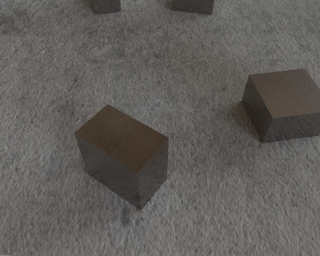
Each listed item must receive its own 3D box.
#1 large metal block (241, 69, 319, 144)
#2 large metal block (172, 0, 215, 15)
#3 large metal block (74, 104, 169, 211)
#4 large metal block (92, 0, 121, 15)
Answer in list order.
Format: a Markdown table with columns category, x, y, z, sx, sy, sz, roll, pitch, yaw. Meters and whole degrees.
| category | x | y | z | sx | sy | sz | roll | pitch | yaw |
| --- | --- | --- | --- | --- | --- | --- | --- | --- | --- |
| large metal block | 0.166 | -0.031 | 0.415 | 0.081 | 0.050 | 0.080 | -7 | 51 | -7 |
| large metal block | 0.068 | -0.272 | 0.597 | 0.080 | 0.080 | 0.050 | 9 | 51 | 7 |
| large metal block | -0.039 | 0.033 | 0.340 | 0.080 | 0.080 | 0.050 | 29 | 56 | 21 |
| large metal block | -0.111 | -0.280 | 0.602 | 0.050 | 0.080 | 0.080 | -12 | 51 | -10 |
